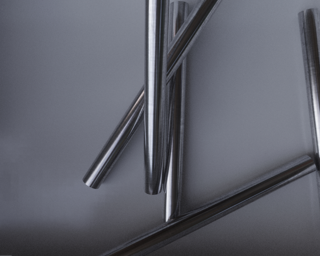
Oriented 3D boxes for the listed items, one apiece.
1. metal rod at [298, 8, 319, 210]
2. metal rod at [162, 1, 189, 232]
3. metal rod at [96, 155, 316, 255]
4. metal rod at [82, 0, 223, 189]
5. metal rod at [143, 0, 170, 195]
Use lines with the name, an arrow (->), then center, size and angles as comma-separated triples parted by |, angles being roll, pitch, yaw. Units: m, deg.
metal rod -> 0.214, -0.006, 0.412 | 0.025, 0.025, 0.298 | -7, 90, 0
metal rod -> 0.020, -0.014, 0.411 | 0.025, 0.025, 0.298 | 2, 90, 0
metal rod -> 0.062, 0.107, 0.392 | 0.302, 0.025, 0.025 | -24, 90, -8
metal rod -> -0.009, -0.050, 0.392 | 0.025, 0.025, 0.299 | 34, 97, 0
metal rod -> -0.005, -0.054, 0.351 | 0.025, 0.025, 0.298 | 2, 115, 0
